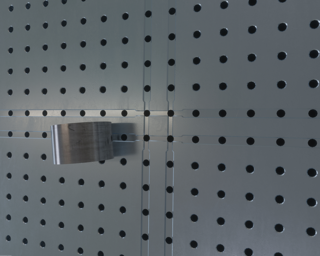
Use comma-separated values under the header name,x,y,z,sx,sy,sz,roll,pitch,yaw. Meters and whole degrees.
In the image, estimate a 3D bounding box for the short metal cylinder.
name,x,y,z,sx,sy,sz,roll,pitch,yaw
short metal cylinder,-0.105,0.020,0.421,0.080,0.080,0.050,-5,88,20
